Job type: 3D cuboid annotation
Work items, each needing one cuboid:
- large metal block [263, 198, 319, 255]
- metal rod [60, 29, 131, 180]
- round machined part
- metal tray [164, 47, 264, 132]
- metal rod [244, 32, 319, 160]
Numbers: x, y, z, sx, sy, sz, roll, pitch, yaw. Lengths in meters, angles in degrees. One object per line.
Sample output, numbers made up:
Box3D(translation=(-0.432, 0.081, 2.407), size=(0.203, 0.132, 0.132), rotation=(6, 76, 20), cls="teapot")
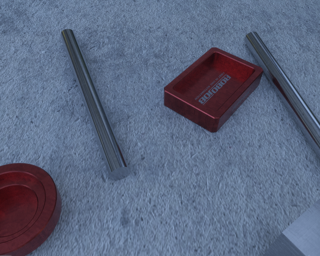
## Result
Box3D(translation=(0.141, 0.122, 0.267), size=(0.050, 0.080, 0.080), rotation=(-30, 56, -23), cls="large metal block")
Box3D(translation=(-0.103, -0.054, 0.446), size=(0.025, 0.025, 0.300), rotation=(-17, 52, -14), cls="metal rod")
Box3D(translation=(-0.151, 0.088, 0.317), size=(0.099, 0.042, 0.098), rotation=(0, 50, 0), cls="round machined part")
Box3D(translation=(0.079, -0.061, 0.451), size=(0.090, 0.030, 0.131), rotation=(32, 57, 23), cls="metal tray")
Box3D(translation=(0.188, -0.043, 0.442), size=(0.025, 0.025, 0.300), rotation=(-9, 51, -8), cls="metal rod")
